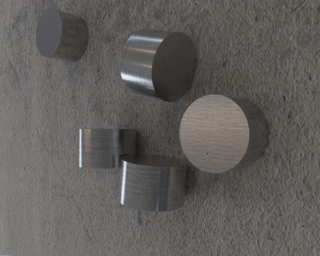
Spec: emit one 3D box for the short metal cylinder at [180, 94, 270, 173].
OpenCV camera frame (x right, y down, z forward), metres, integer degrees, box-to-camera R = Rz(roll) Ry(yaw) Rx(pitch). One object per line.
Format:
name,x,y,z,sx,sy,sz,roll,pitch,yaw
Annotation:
short metal cylinder,0.068,0.006,0.332,0.080,0.050,0.080,0,90,40

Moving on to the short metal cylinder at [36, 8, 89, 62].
short metal cylinder,-0.167,-0.156,0.527,0.080,0.050,0.080,0,90,40

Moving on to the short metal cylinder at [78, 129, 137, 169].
short metal cylinder,-0.073,0.026,0.430,0.080,0.081,0.050,0,91,40

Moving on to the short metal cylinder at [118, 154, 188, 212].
short metal cylinder,-0.009,0.063,0.376,0.080,0.081,0.050,8,95,40

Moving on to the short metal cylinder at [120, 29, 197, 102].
short metal cylinder,0.000,-0.075,0.369,0.050,0.081,0.079,20,103,38
